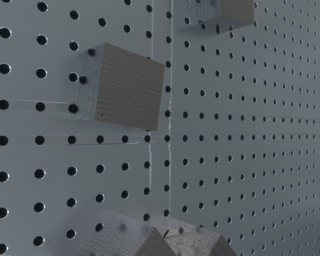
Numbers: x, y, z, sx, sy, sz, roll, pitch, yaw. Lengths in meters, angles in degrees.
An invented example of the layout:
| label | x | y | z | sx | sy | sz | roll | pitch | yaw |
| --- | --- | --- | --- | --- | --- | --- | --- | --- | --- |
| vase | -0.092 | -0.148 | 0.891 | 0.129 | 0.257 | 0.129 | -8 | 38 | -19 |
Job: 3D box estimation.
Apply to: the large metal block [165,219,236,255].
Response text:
| label | x | y | z | sx | sy | sz | roll | pitch | yaw |
| --- | --- | --- | --- | --- | --- | --- | --- | --- | --- |
| large metal block | 0.057 | 0.178 | 0.420 | 0.050 | 0.080 | 0.080 | -50 | 120 | -28 |

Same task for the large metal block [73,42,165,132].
| label | x | y | z | sx | sy | sz | roll | pitch | yaw |
| --- | --- | --- | --- | --- | --- | --- | --- | --- | --- |
| large metal block | -0.045 | -0.041 | 0.354 | 0.081 | 0.050 | 0.080 | 12 | 83 | -39 |

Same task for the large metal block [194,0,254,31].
| label | x | y | z | sx | sy | sz | roll | pitch | yaw |
| --- | --- | --- | --- | --- | --- | --- | --- | --- | --- |
| large metal block | 0.097 | -0.199 | 0.472 | 0.081 | 0.050 | 0.080 | -6 | 94 | -40 |

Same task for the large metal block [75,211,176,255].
| label | x | y | z | sx | sy | sz | roll | pitch | yaw |
| --- | --- | --- | --- | --- | --- | --- | --- | --- | --- |
| large metal block | -0.042 | 0.146 | 0.337 | 0.080 | 0.080 | 0.050 | -46 | 118 | -30 |
